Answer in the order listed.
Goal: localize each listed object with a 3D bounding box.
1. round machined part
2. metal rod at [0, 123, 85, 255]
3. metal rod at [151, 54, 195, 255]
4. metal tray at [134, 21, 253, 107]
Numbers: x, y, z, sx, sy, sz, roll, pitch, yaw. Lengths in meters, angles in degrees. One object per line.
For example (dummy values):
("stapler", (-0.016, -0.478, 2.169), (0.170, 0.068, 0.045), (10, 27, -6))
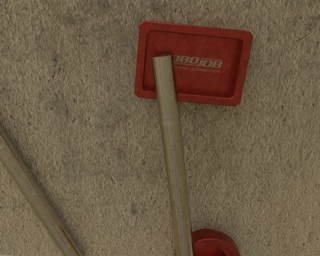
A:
("round machined part", (0.071, 0.195, 0.474), (0.099, 0.042, 0.097), (0, 110, -1))
("metal rod", (-0.186, 0.080, 0.436), (0.025, 0.025, 0.299), (-21, 109, 7))
("metal rod", (0.021, 0.059, 0.393), (0.025, 0.025, 0.298), (-7, 107, 2))
("metal tray", (0.038, -0.078, 0.378), (0.131, 0.030, 0.089), (5, 110, -3))
